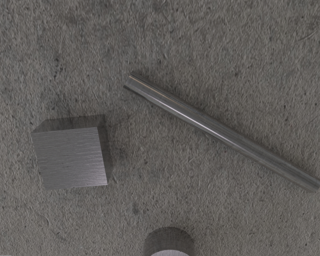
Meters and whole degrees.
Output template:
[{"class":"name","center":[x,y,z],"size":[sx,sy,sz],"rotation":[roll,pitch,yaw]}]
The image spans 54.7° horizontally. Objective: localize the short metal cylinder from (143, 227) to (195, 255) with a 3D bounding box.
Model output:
[{"class":"short metal cylinder","center":[0.014,0.199,0.470],"size":[0.081,0.050,0.079],"rotation":[0,110,0]}]

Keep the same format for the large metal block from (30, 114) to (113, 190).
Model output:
[{"class":"large metal block","center":[-0.111,0.031,0.407],"size":[0.080,0.050,0.079],"rotation":[-5,110,2]}]

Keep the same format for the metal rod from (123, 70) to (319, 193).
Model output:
[{"class":"metal rod","center":[0.089,0.010,0.414],"size":[0.301,0.025,0.025],"rotation":[29,108,-11]}]
